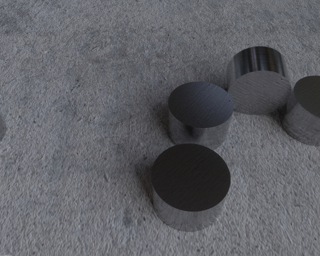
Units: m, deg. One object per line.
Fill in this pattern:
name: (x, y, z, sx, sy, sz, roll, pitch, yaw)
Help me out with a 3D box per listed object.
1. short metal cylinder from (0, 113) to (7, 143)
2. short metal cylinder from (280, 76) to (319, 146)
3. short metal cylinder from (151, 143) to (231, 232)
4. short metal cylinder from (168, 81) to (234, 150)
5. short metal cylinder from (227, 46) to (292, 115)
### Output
short metal cylinder: (-0.246, -0.007, 0.391, 0.080, 0.050, 0.080, 0, 50, 0)
short metal cylinder: (0.207, -0.023, 0.405, 0.081, 0.050, 0.080, 2, 51, -2)
short metal cylinder: (0.031, 0.063, 0.334, 0.080, 0.050, 0.080, 0, 50, 0)
short metal cylinder: (0.050, -0.015, 0.399, 0.080, 0.050, 0.080, 0, 50, 0)
short metal cylinder: (0.132, -0.063, 0.421, 0.080, 0.080, 0.050, 5, 50, 4)
